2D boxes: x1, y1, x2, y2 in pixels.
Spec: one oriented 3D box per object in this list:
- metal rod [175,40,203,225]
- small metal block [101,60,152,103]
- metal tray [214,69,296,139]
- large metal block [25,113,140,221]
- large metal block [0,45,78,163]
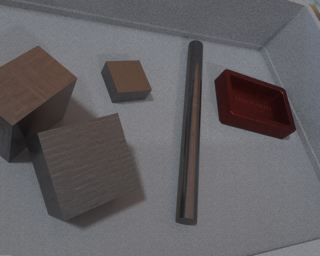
[{"bbox_3d":[0.045,-0.016,0.441,0.025,0.025,0.300,19,54,-18],"label":"metal rod"},{"bbox_3d":[-0.046,-0.064,0.421,0.050,0.025,0.050,-10,67,-33],"label":"small metal block"},{"bbox_3d":[0.157,-0.039,0.512,0.131,0.030,0.090,13,56,-21],"label":"metal tray"},{"bbox_3d":[-0.077,0.036,0.311,0.081,0.050,0.080,-18,93,-35],"label":"large metal block"},{"bbox_3d":[-0.137,-0.023,0.311,0.050,0.080,0.080,40,51,-1],"label":"large metal block"}]
